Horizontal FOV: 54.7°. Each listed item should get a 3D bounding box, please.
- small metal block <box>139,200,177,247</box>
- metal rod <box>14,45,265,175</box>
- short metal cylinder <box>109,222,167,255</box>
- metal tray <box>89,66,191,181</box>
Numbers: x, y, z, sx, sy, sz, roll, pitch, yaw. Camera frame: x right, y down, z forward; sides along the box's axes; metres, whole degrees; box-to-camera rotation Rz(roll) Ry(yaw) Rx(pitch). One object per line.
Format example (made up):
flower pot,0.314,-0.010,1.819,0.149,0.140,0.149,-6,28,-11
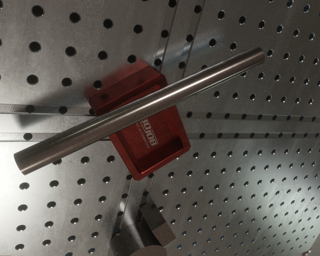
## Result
small metal block,-0.004,0.150,0.488,0.025,0.050,0.050,-32,129,-8
metal rod,-0.011,-0.027,0.350,0.302,0.025,0.025,-26,128,-13
short metal cylinder,-0.036,0.200,0.501,0.081,0.050,0.079,-14,125,-21
metal tray,-0.020,-0.002,0.397,0.090,0.030,0.129,-31,129,-9
